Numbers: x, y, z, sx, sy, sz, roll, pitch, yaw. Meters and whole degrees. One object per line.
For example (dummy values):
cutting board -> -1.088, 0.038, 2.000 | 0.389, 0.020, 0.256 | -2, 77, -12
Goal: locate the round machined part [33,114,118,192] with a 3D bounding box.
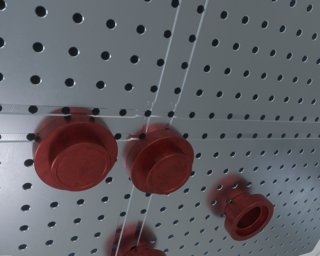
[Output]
round machined part -> -0.097, 0.036, 0.369 | 0.099, 0.042, 0.097 | -14, 124, -21

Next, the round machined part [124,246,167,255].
round machined part -> -0.032, 0.243, 0.532 | 0.099, 0.042, 0.097 | -14, 124, -21

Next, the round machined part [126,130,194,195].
round machined part -> 0.006, 0.054, 0.436 | 0.099, 0.042, 0.097 | -14, 124, -21

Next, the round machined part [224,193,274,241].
round machined part -> 0.163, 0.163, 0.588 | 0.099, 0.042, 0.097 | -14, 124, -21
